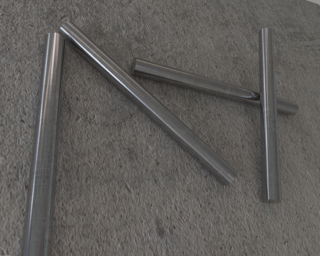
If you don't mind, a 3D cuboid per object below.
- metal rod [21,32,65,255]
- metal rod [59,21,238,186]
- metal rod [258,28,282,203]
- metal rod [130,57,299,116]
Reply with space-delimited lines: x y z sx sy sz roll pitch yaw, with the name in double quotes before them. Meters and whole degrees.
"metal rod" -0.121 0.016 0.328 0.025 0.025 0.299 8 58 -24
"metal rod" -0.016 -0.033 0.414 0.300 0.025 0.025 42 51 1
"metal rod" 0.171 -0.034 0.487 0.025 0.025 0.299 16 64 -19
"metal rod" 0.100 -0.061 0.494 0.302 0.025 0.025 11 57 -22
